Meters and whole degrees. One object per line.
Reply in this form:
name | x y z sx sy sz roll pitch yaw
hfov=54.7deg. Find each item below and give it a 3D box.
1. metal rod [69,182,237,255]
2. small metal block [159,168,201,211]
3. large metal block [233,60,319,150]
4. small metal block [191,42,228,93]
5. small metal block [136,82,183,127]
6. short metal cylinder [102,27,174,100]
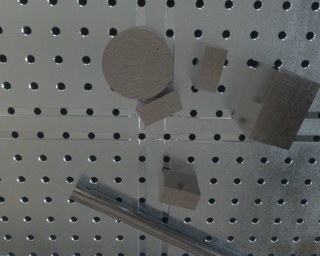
metal rod | 0.007 0.158 0.471 0.301 0.025 0.025 28 108 -10
small metal block | 0.026 0.085 0.432 0.050 0.050 0.025 15 109 -6
large metal block | 0.134 -0.031 0.375 0.050 0.080 0.079 16 109 -6
small metal block | 0.058 -0.074 0.374 0.025 0.050 0.050 12 110 -5
small metal block | -0.001 -0.031 0.389 0.050 0.050 0.025 -26 108 9
short metal cylinder | -0.025 -0.079 0.371 0.081 0.050 0.079 0 110 -1
